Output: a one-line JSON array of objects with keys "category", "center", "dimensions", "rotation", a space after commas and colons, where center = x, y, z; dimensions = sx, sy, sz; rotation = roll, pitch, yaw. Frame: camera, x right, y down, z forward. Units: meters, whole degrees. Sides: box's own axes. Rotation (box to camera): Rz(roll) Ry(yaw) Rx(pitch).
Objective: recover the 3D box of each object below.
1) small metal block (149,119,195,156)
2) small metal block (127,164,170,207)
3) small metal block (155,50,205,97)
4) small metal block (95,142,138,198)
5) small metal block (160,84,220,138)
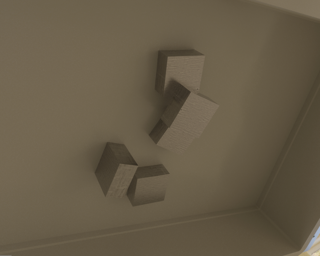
[{"category": "small metal block", "center": [0.022, 0.004, 0.425], "dimensions": [0.050, 0.025, 0.050], "rotation": [26, 104, -38]}, {"category": "small metal block", "center": [-0.018, 0.083, 0.452], "dimensions": [0.050, 0.025, 0.050], "rotation": [-4, 120, -27]}, {"category": "small metal block", "center": [0.024, -0.068, 0.381], "dimensions": [0.050, 0.025, 0.050], "rotation": [-8, 122, -25]}, {"category": "small metal block", "center": [-0.057, 0.053, 0.396], "dimensions": [0.025, 0.050, 0.050], "rotation": [12, 112, -34]}, {"category": "small metal block", "center": [0.037, -0.020, 0.386], "dimensions": [0.050, 0.025, 0.050], "rotation": [19, 108, -36]}]
